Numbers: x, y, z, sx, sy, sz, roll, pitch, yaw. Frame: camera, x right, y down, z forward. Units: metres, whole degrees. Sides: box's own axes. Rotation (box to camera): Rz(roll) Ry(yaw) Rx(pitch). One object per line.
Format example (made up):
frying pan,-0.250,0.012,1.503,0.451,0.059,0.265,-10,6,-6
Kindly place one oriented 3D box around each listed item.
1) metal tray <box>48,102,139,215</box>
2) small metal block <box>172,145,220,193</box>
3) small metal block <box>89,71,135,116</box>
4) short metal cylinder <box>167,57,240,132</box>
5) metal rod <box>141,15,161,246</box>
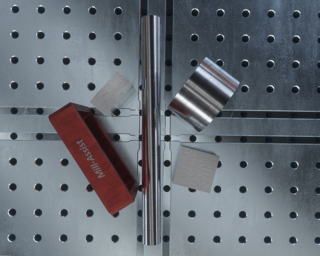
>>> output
metal tray,-0.075,0.033,0.379,0.030,0.090,0.130,-33,90,0
small metal block,0.047,0.054,0.415,0.050,0.025,0.050,15,90,-1
small metal block,-0.059,-0.042,0.399,0.025,0.050,0.050,41,90,-1
short metal cylinder,0.053,-0.041,0.386,0.050,0.080,0.080,38,90,-1
metal rod,-0.012,0.003,0.413,0.025,0.025,0.298,0,90,-1
